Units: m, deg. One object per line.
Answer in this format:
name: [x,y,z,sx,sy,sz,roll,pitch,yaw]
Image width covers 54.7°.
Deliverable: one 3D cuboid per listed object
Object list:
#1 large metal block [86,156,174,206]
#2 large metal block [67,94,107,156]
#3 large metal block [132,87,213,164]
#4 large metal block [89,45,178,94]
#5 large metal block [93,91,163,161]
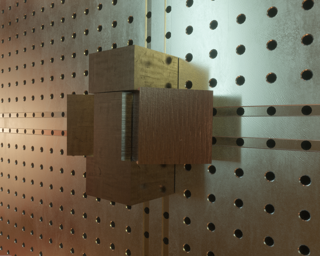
large metal block: [-0.038,0.061,0.401,0.080,0.081,0.050,2,91,39]
large metal block: [-0.095,-0.005,0.441,0.050,0.080,0.079,0,91,0]
large metal block: [0.012,-0.002,0.351,0.050,0.081,0.079,-177,88,-77]
large metal block: [-0.034,-0.068,0.398,0.080,0.081,0.050,2,91,39]
large metal block: [-0.037,-0.003,0.401,0.050,0.081,0.079,1,91,40]
